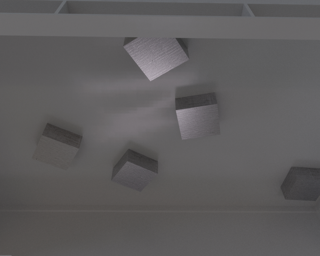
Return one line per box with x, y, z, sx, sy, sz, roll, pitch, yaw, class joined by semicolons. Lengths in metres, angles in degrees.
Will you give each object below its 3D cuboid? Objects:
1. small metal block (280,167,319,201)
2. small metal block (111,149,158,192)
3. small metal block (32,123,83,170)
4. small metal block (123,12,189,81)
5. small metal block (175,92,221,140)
0.226;0.088;0.486;0.050;0.025;0.050;4;130;-4;small metal block
-0.038;0.064;0.463;0.050;0.025;0.050;26;126;-21;small metal block
-0.143;0.027;0.430;0.050;0.025;0.050;23;126;-19;small metal block
-0.003;-0.087;0.335;0.050;0.025;0.050;-26;126;20;small metal block
0.049;-0.015;0.397;0.050;0.025;0.050;-9;130;7;small metal block
